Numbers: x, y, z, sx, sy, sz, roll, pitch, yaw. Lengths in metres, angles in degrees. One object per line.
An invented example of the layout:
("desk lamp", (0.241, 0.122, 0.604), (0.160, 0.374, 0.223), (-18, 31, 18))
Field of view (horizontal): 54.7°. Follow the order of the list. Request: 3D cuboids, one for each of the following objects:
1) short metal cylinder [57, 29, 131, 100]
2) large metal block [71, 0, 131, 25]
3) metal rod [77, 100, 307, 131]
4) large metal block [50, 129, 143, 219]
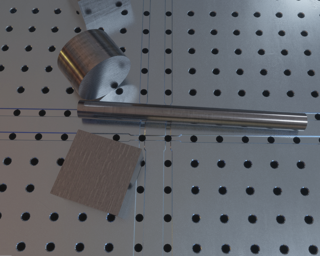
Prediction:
("short metal cylinder", (-0.087, -0.083, 0.412), (0.080, 0.080, 0.050), (-36, 74, -12))
("large metal block", (-0.102, -0.221, 0.478), (0.080, 0.050, 0.080), (-29, 73, -11))
("metal rod", (0.042, -0.017, 0.418), (0.302, 0.025, 0.025), (3, 70, 1))
("large metal block", (-0.072, 0.057, 0.377), (0.080, 0.050, 0.080), (17, 71, 6))
